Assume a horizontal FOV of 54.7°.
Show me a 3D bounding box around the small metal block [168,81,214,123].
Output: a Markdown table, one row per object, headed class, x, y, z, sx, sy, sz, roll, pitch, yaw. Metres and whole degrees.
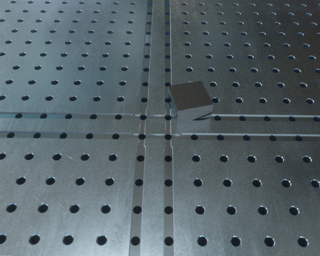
| class | x | y | z | sx | sy | sz | roll | pitch | yaw |
| --- | --- | --- | --- | --- | --- | --- | --- | --- | --- |
| small metal block | 0.042 | -0.038 | 0.440 | 0.050 | 0.025 | 0.050 | -11 | 51 | -9 |
